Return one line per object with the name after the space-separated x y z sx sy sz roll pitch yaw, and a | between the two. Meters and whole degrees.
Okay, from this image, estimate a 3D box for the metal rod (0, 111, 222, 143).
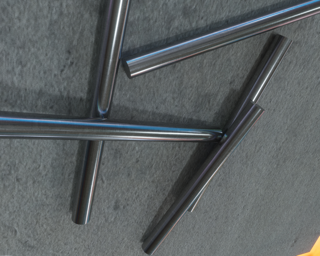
-0.033 0.003 0.364 0.302 0.025 0.025 3 117 -40 | metal rod

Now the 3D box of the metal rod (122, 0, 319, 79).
0.097 -0.121 0.387 0.302 0.025 0.025 -22 127 -16 | metal rod

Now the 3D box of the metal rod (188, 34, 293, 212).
0.109 0.003 0.470 0.025 0.025 0.298 14 111 -35 | metal rod

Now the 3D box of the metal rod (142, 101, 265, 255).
0.057 0.087 0.475 0.025 0.025 0.298 18 114 -36 | metal rod

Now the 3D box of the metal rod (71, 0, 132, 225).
-0.073 -0.007 0.363 0.025 0.025 0.298 0 118 -29 | metal rod
